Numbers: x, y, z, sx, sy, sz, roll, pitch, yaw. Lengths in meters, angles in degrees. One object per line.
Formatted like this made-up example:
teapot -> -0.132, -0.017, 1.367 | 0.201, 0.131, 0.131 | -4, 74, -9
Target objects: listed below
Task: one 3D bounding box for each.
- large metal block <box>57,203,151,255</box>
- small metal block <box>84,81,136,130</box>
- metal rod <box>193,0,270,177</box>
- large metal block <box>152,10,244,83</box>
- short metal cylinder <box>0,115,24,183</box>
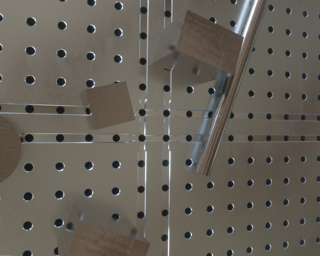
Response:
large metal block -> -0.068, 0.133, 0.359 | 0.080, 0.080, 0.050 | 25, 82, -19
small metal block -> -0.064, -0.028, 0.390 | 0.050, 0.025, 0.050 | -15, 96, -20
metal rod -> 0.109, -0.075, 0.454 | 0.025, 0.025, 0.299 | 23, 82, -19
large metal block -> 0.047, -0.100, 0.402 | 0.081, 0.080, 0.050 | 18, 84, -20
short metal cylinder -> -0.190, 0.021, 0.329 | 0.081, 0.050, 0.079 | 0, 90, -21
